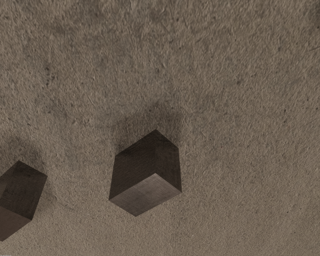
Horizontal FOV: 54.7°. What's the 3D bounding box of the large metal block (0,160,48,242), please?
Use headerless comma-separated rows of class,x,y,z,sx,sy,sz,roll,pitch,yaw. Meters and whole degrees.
large metal block,-0.222,0.108,0.460,0.080,0.080,0.050,-36,122,26

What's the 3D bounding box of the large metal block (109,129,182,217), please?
large metal block,-0.019,0.061,0.423,0.080,0.080,0.050,-34,123,25
